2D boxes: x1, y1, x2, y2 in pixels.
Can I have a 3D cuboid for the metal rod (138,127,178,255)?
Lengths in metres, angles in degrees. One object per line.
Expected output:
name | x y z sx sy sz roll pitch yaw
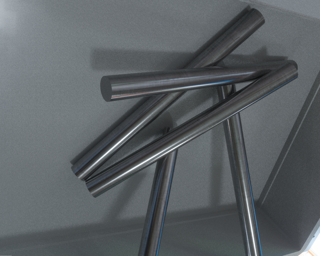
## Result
metal rod | -0.012 0.145 0.392 0.025 0.025 0.299 21 74 -36

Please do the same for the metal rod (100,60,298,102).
metal rod | 0.072 -0.063 0.379 0.303 0.025 0.025 -12 124 -34

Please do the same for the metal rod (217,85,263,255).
metal rod | 0.118 0.078 0.448 0.025 0.025 0.298 -16 101 -20

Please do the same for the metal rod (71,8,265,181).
metal rod | 0.010 -0.042 0.389 0.300 0.025 0.025 -41 130 0

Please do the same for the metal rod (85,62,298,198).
metal rod | 0.043 0.001 0.397 0.301 0.025 0.025 -30 129 -3
